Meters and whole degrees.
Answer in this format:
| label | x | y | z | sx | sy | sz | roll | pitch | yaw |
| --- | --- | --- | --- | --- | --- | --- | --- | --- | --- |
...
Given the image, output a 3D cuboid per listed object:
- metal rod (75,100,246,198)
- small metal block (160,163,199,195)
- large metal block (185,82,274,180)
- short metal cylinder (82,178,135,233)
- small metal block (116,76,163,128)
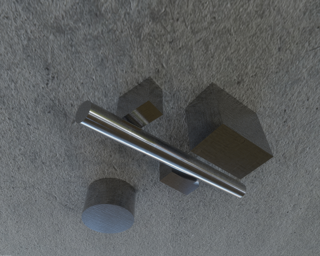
| label | x | y | z | sx | sy | sz | roll | pitch | yaw |
| --- | --- | --- | --- | --- | --- | --- | --- | --- | --- |
| metal rod | 0.025 | 0.042 | 0.400 | 0.025 | 0.025 | 0.301 | -36 | 135 | 26 |
| small metal block | 0.027 | 0.061 | 0.443 | 0.050 | 0.050 | 0.025 | 32 | 123 | -25 |
| large metal block | 0.080 | 0.003 | 0.375 | 0.080 | 0.080 | 0.050 | 30 | 124 | -24 |
| short metal cylinder | -0.080 | 0.125 | 0.496 | 0.081 | 0.050 | 0.079 | 0 | 130 | 0 |
| small metal block | -0.024 | -0.027 | 0.368 | 0.050 | 0.050 | 0.025 | -31 | 124 | 23 |
